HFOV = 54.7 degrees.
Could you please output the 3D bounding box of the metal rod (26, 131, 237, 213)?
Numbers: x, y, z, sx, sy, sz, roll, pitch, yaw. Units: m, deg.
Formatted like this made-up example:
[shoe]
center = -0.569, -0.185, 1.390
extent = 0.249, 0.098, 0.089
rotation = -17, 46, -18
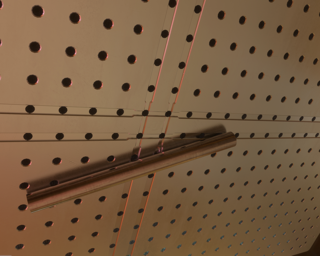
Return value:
[metal rod]
center = -0.024, 0.055, 0.433
extent = 0.302, 0.025, 0.025
rotation = -15, 125, -20
